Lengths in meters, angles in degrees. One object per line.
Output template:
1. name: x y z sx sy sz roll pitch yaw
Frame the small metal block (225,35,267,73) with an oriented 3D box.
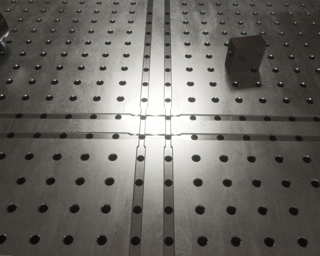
1. small metal block: 0.135 -0.117 0.492 0.050 0.050 0.025 -9 51 -8

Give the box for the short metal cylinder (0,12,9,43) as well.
1. short metal cylinder: -0.300 -0.164 0.506 0.080 0.080 0.050 11 51 8
